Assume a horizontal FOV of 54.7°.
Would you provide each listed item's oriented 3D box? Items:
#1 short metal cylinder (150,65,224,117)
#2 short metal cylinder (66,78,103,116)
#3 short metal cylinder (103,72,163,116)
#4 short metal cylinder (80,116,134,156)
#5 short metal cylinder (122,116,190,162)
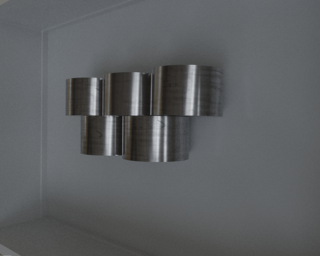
[{"bbox_3d":[0.030,-0.038,0.344,0.080,0.081,0.050,3,92,40],"label":"short metal cylinder"},{"bbox_3d":[-0.094,-0.042,0.447,0.080,0.081,0.050,1,91,40],"label":"short metal cylinder"},{"bbox_3d":[-0.032,-0.040,0.395,0.080,0.081,0.050,1,91,40],"label":"short metal cylinder"},{"bbox_3d":[-0.068,0.009,0.425,0.080,0.081,0.050,1,91,40],"label":"short metal cylinder"},{"bbox_3d":[-0.005,0.011,0.373,0.080,0.081,0.050,1,91,40],"label":"short metal cylinder"}]
